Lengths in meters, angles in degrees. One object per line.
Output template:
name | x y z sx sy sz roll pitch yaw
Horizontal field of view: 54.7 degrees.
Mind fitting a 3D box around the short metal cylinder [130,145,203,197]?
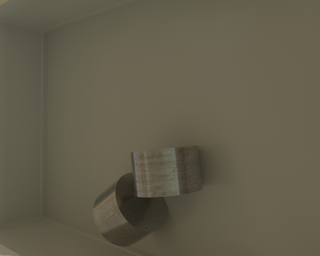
short metal cylinder | 0.008 0.050 0.365 0.080 0.081 0.050 -10 84 39

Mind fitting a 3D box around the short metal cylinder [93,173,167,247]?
short metal cylinder | -0.038 0.105 0.403 0.050 0.081 0.080 -41 65 32
